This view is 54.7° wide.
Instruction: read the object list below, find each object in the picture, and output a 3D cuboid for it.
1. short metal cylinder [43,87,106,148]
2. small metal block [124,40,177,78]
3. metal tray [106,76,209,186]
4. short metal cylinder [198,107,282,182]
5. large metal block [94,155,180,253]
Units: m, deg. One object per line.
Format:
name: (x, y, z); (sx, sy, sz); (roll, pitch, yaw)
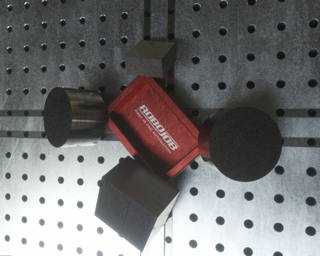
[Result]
short metal cylinder: (-0.118, -0.014, 0.425); (0.080, 0.050, 0.079); (1, 91, 45)
small metal block: (-0.011, -0.090, 0.400); (0.050, 0.050, 0.025); (10, 131, 20)
metal tray: (-0.006, 0.001, 0.411); (0.090, 0.030, 0.130); (-43, 77, 15)
short metal cylinder: (0.088, 0.017, 0.352); (0.081, 0.050, 0.079); (0, 90, -7)
large metal block: (-0.031, 0.096, 0.392); (0.080, 0.050, 0.079); (32, 131, 16)
